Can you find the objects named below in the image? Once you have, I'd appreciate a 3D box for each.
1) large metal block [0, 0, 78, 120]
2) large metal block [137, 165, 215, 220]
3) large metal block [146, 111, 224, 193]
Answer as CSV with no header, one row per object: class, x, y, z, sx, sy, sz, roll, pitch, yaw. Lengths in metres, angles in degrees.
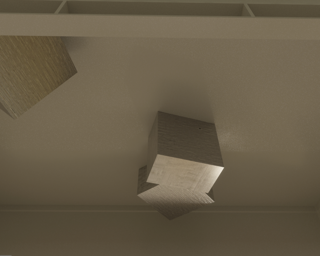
large metal block,-0.139,-0.069,0.296,0.050,0.080,0.080,29,152,30
large metal block,0.024,0.086,0.466,0.080,0.050,0.080,-30,124,23
large metal block,0.029,0.030,0.399,0.081,0.080,0.050,12,129,-11
